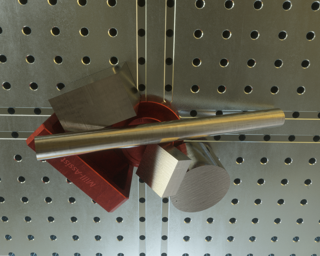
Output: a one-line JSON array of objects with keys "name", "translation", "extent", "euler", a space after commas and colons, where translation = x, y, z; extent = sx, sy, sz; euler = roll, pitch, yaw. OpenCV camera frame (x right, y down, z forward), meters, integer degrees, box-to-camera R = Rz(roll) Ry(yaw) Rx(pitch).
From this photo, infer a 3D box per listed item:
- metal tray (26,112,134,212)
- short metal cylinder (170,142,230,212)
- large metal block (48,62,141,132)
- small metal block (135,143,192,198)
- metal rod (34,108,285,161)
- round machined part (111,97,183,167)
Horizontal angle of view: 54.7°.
[{"name": "metal tray", "translation": [-0.092, 0.035, 0.389], "extent": [0.030, 0.090, 0.130], "euler": [-42, 105, 14]}, {"name": "short metal cylinder", "translation": [0.045, 0.065, 0.412], "extent": [0.081, 0.050, 0.079], "euler": [-8, 124, -13]}, {"name": "large metal block", "translation": [-0.072, -0.036, 0.368], "extent": [0.080, 0.080, 0.050], "euler": [-20, 109, 7]}, {"name": "small metal block", "translation": [0.003, 0.047, 0.371], "extent": [0.025, 0.050, 0.050], "euler": [4, 115, -47]}, {"name": "metal rod", "translation": [0.016, 0.003, 0.364], "extent": [0.303, 0.025, 0.025], "euler": [-7, 111, -19]}, {"name": "round machined part", "translation": [-0.017, 0.012, 0.411], "extent": [0.099, 0.042, 0.097], "euler": [0, 110, -1]}]
